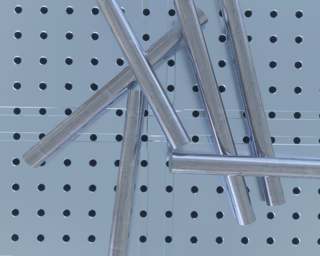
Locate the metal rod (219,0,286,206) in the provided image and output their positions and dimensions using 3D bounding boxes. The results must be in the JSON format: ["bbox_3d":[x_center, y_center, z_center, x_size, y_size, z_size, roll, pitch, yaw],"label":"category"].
[{"bbox_3d":[0.121,-0.045,0.414,0.025,0.025,0.299,-13,90,0],"label":"metal rod"}]

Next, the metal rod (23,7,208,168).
[{"bbox_3d":[-0.059,-0.053,0.412,0.300,0.025,0.025,-40,90,0],"label":"metal rod"}]

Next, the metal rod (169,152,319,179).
[{"bbox_3d":[0.161,0.050,0.390,0.302,0.025,0.025,4,90,-10],"label":"metal rod"}]

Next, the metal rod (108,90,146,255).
[{"bbox_3d":[-0.048,0.099,0.413,0.025,0.025,0.298,7,90,0],"label":"metal rod"}]

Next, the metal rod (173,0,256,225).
[{"bbox_3d":[0.072,-0.018,0.399,0.025,0.025,0.299,-17,96,0],"label":"metal rod"}]

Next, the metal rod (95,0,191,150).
[{"bbox_3d":[-0.041,-0.111,0.391,0.025,0.025,0.299,-27,82,0],"label":"metal rod"}]
